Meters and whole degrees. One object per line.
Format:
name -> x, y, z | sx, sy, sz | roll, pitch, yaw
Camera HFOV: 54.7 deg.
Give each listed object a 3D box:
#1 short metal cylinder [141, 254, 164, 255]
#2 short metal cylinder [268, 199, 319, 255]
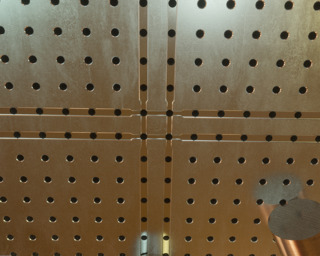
short metal cylinder -> -0.013, 0.249, 0.492 | 0.081, 0.050, 0.079 | 0, 110, 0
short metal cylinder -> 0.202, 0.147, 0.440 | 0.080, 0.080, 0.050 | -24, 109, 8
